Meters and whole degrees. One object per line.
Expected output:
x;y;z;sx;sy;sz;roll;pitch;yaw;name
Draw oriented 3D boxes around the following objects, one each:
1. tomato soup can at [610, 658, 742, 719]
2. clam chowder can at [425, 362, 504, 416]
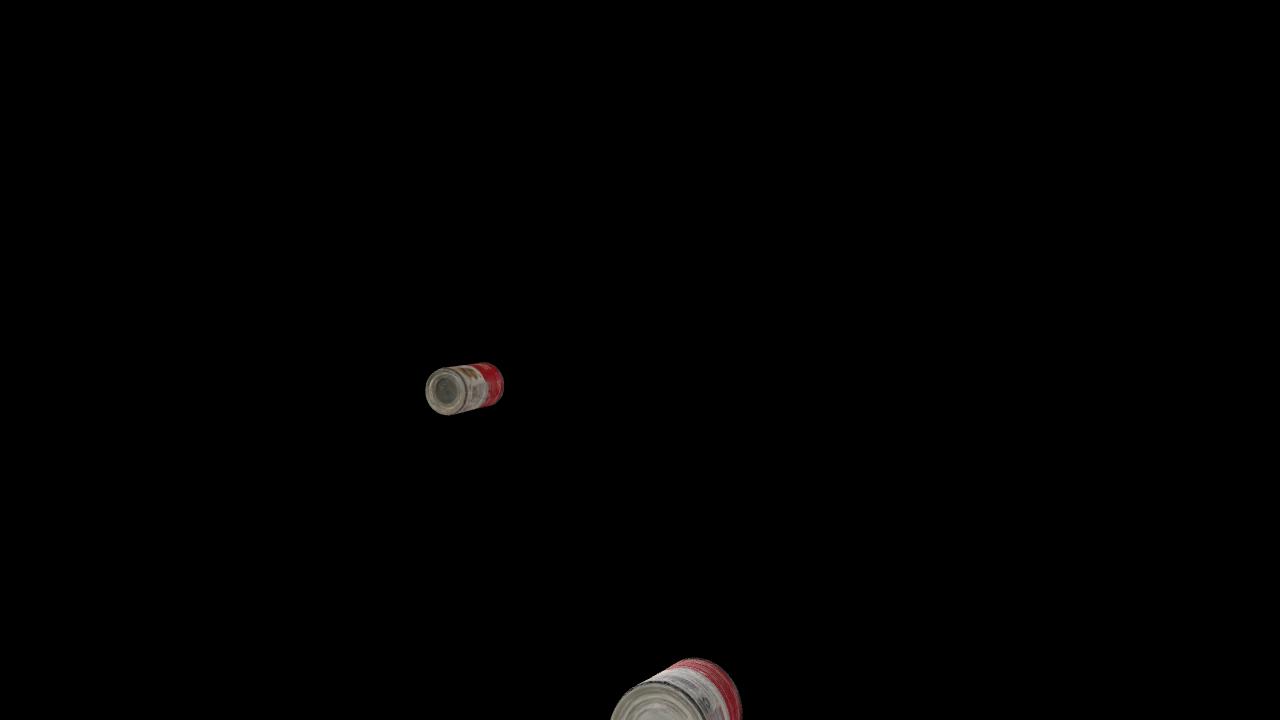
0.027;0.242;0.409;0.068;0.068;0.101;0;-17;20;tomato soup can
-0.250;0.040;0.883;0.068;0.068;0.102;0;4;17;clam chowder can
